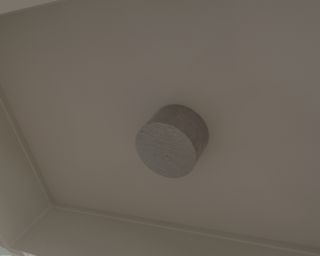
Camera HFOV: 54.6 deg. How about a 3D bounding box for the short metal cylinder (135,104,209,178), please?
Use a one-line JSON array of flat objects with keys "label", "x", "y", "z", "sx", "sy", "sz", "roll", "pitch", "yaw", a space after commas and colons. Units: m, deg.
[{"label": "short metal cylinder", "x": 0.016, "y": 0.016, "z": 0.395, "sx": 0.080, "sy": 0.050, "sz": 0.080, "roll": 13, "pitch": 124, "yaw": 21}]
